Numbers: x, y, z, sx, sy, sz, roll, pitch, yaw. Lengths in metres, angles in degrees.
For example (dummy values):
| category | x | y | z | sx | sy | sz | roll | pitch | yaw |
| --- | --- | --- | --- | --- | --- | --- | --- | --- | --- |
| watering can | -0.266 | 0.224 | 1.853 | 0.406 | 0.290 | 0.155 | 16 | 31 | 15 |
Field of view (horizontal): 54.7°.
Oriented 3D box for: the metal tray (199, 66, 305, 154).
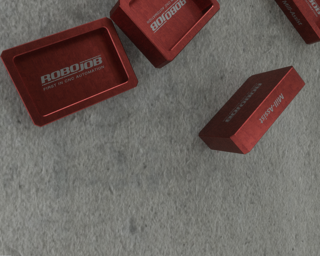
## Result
| category | x | y | z | sx | sy | sz | roll | pitch | yaw |
| --- | --- | --- | --- | --- | --- | --- | --- | --- | --- |
| metal tray | 0.121 | -0.024 | 0.420 | 0.130 | 0.090 | 0.030 | -46 | 105 | -14 |

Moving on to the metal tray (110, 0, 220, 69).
| category | x | y | z | sx | sy | sz | roll | pitch | yaw |
| --- | --- | --- | --- | --- | --- | --- | --- | --- | --- |
| metal tray | 0.011 | -0.150 | 0.394 | 0.090 | 0.030 | 0.130 | 47 | 62 | -15 |

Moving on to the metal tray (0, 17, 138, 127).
| category | x | y | z | sx | sy | sz | roll | pitch | yaw |
| --- | --- | --- | --- | --- | --- | --- | --- | --- | --- |
| metal tray | -0.103 | -0.067 | 0.368 | 0.131 | 0.030 | 0.090 | -26 | 99 | -19 |

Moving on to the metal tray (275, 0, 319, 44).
| category | x | y | z | sx | sy | sz | roll | pitch | yaw |
| --- | --- | --- | --- | --- | --- | --- | --- | --- | --- |
| metal tray | 0.237 | -0.212 | 0.495 | 0.130 | 0.030 | 0.090 | 46 | 76 | -15 |
